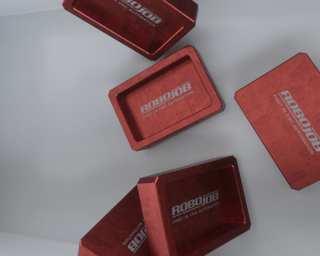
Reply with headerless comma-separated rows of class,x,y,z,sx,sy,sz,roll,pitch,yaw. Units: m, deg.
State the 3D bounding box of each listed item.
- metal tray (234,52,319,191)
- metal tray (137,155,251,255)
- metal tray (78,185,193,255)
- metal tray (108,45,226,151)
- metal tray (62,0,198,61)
metal tray,0.157,-0.007,0.353,0.090,0.030,0.130,-33,80,16
metal tray,0.043,0.086,0.340,0.030,0.131,0.089,-16,84,49
metal tray,-0.018,0.123,0.360,0.090,0.131,0.030,27,123,18
metal tray,0.007,-0.036,0.404,0.130,0.030,0.090,-27,81,17
metal tray,-0.033,-0.139,0.354,0.090,0.131,0.030,-30,41,51
